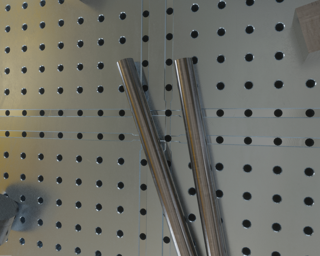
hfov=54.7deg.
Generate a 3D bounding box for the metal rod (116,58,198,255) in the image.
[{"bbox_3d":[-0.002,0.049,0.412,0.025,0.025,0.299,-20,83,18],"label":"metal rod"}]

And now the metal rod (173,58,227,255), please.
[{"bbox_3d":[0.054,0.059,0.392,0.025,0.025,0.298,-11,86,19],"label":"metal rod"}]

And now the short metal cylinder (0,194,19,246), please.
[{"bbox_3d":[-0.268,0.140,0.476,0.080,0.080,0.050,27,99,17],"label":"short metal cylinder"}]

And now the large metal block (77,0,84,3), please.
[{"bbox_3d":[-0.141,-0.241,0.448,0.080,0.050,0.080,27,99,17],"label":"large metal block"}]

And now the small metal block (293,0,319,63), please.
[{"bbox_3d":[0.167,-0.104,0.341,0.025,0.050,0.050,-16,85,19],"label":"small metal block"}]
